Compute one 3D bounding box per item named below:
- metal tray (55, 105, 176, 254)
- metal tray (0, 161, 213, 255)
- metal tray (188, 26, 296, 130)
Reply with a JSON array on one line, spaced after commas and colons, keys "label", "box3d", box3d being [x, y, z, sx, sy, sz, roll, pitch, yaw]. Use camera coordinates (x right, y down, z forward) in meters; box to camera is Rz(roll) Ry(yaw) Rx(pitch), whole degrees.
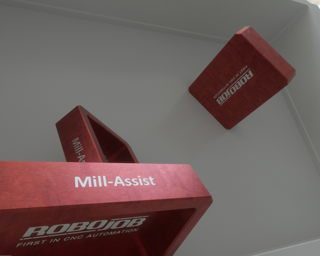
[{"label": "metal tray", "box3d": [-0.043, 0.045, 0.288, 0.090, 0.030, 0.130, 45, 8, -47]}, {"label": "metal tray", "box3d": [-0.042, 0.063, 0.186, 0.131, 0.089, 0.030, 6, 35, -36]}, {"label": "metal tray", "box3d": [0.108, -0.065, 0.436, 0.090, 0.129, 0.030, 46, 51, 3]}]
